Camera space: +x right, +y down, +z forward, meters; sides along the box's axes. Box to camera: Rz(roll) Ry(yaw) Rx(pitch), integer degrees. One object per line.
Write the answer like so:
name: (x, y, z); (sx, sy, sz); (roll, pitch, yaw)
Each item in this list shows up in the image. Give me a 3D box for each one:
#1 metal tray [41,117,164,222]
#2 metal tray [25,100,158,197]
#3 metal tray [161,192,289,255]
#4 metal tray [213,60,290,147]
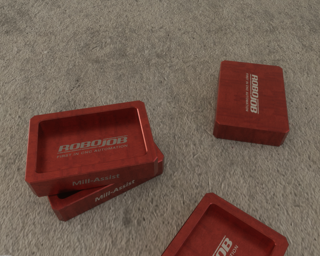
metal tray: (-0.072, 0.039, 0.366); (0.131, 0.030, 0.090); (-24, 54, -19)
metal tray: (-0.074, 0.019, 0.343); (0.131, 0.030, 0.090); (-9, 51, -8)
metal tray: (0.049, 0.134, 0.286); (0.090, 0.030, 0.131); (30, 56, 22)
metal tray: (0.125, -0.039, 0.434); (0.090, 0.030, 0.130); (8, 50, 6)
